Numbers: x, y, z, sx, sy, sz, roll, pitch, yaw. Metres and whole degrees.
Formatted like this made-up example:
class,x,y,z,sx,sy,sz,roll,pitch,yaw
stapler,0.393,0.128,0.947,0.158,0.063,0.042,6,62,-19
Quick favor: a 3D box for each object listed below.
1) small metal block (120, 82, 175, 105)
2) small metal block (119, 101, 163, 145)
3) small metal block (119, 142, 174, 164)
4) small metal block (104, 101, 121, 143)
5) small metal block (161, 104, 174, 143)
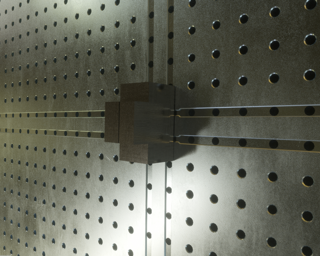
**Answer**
class,x,y,z,sx,sy,sz,roll,pitch,yaw
small metal block,-0.016,-0.044,0.407,0.050,0.050,0.025,3,92,40
small metal block,-0.022,-0.006,0.380,0.025,0.050,0.050,3,92,41
small metal block,-0.017,0.030,0.408,0.050,0.050,0.025,2,91,40
small metal block,-0.043,-0.007,0.396,0.025,0.050,0.050,2,92,40
small metal block,-0.009,-0.007,0.417,0.050,0.025,0.050,2,92,41
